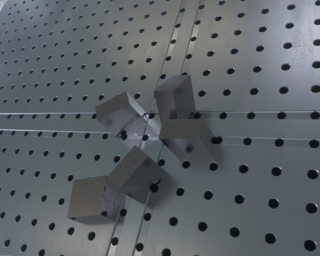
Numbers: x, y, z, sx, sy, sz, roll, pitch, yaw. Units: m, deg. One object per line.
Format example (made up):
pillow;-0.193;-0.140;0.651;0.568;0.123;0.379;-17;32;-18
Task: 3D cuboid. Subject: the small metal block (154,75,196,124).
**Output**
small metal block;0.020;-0.034;0.391;0.025;0.050;0.050;6;33;31

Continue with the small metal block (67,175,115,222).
small metal block;-0.087;0.092;0.399;0.050;0.025;0.050;-12;57;22

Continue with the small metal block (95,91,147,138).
small metal block;-0.054;-0.018;0.433;0.050;0.050;0.025;-26;53;12

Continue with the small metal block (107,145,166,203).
small metal block;-0.027;0.056;0.373;0.050;0.050;0.025;-49;51;-6

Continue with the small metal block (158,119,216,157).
small metal block;0.034;0.012;0.368;0.050;0.050;0.025;0;62;28
